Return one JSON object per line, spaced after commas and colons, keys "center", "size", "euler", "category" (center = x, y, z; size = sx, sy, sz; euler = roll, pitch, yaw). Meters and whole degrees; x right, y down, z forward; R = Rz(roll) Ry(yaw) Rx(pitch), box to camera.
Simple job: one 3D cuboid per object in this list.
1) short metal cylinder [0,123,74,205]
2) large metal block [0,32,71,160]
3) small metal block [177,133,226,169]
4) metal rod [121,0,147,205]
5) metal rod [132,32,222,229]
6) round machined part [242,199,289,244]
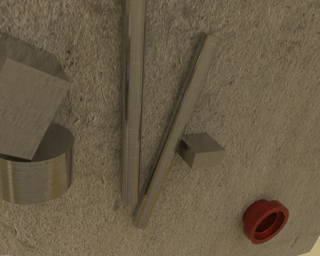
{"center": [-0.131, 0.033, 0.321], "size": [0.081, 0.080, 0.050], "euler": [-5, 121, -27], "category": "short metal cylinder"}
{"center": [-0.130, -0.031, 0.282], "size": [0.050, 0.080, 0.080], "euler": [21, 107, -36], "category": "large metal block"}
{"center": [0.056, 0.031, 0.443], "size": [0.050, 0.050, 0.025], "euler": [-4, 120, -27], "category": "small metal block"}
{"center": [-0.033, -0.026, 0.373], "size": [0.025, 0.025, 0.298], "euler": [-10, 123, -24], "category": "metal rod"}
{"center": [0.016, 0.018, 0.428], "size": [0.025, 0.025, 0.298], "euler": [6, 116, -32], "category": "metal rod"}
{"center": [0.208, 0.184, 0.627], "size": [0.099, 0.042, 0.097], "euler": [-14, 125, -21], "category": "round machined part"}
